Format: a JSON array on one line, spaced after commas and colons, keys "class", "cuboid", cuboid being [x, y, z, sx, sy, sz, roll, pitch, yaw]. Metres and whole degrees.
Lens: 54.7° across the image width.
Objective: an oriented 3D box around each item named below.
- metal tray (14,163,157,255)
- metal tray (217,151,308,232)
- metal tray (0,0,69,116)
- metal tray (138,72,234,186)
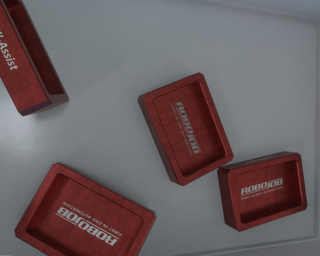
[{"class": "metal tray", "cuboid": [-0.081, 0.107, 0.347, 0.130, 0.030, 0.090, 26, 79, 9]}, {"class": "metal tray", "cuboid": [0.156, 0.091, 0.464, 0.131, 0.030, 0.089, -10, 94, -20]}, {"class": "metal tray", "cuboid": [-0.144, -0.080, 0.320, 0.030, 0.090, 0.129, -24, 98, -2]}, {"class": "metal tray", "cuboid": [0.036, 0.001, 0.420, 0.091, 0.030, 0.129, -25, 98, -18]}]
